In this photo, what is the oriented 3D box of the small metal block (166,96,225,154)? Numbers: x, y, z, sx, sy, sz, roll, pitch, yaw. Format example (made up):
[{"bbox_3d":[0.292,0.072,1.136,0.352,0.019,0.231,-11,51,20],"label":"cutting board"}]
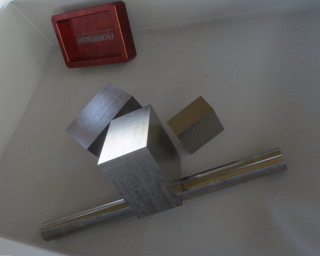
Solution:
[{"bbox_3d":[0.043,-0.002,0.368,0.050,0.050,0.025,-38,51,3],"label":"small metal block"}]

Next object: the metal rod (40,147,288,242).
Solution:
[{"bbox_3d":[-0.009,0.082,0.358,0.301,0.025,0.025,-21,54,15],"label":"metal rod"}]

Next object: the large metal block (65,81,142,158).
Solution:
[{"bbox_3d":[-0.057,0.002,0.398,0.050,0.080,0.080,32,80,38],"label":"large metal block"}]

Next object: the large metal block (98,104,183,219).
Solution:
[{"bbox_3d":[-0.016,0.034,0.331,0.050,0.080,0.080,-22,29,14],"label":"large metal block"}]

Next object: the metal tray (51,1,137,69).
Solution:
[{"bbox_3d":[-0.110,-0.150,0.511,0.130,0.089,0.030,0,26,28],"label":"metal tray"}]
